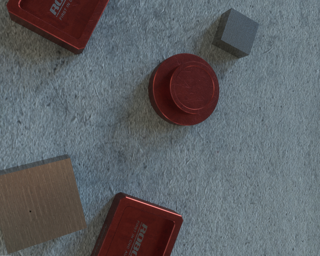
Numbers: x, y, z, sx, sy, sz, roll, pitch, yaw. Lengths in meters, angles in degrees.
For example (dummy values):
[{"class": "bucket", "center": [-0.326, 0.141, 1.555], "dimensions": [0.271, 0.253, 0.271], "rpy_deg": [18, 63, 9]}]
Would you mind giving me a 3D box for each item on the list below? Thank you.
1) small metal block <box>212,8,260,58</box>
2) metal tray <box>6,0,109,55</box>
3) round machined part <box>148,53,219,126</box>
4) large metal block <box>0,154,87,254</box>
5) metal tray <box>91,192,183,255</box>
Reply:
[{"class": "small metal block", "center": [0.110, -0.137, 0.451], "dimensions": [0.050, 0.025, 0.050], "rpy_deg": [22, 83, -19]}, {"class": "metal tray", "center": [-0.106, -0.166, 0.367], "dimensions": [0.090, 0.030, 0.130], "rpy_deg": [27, 81, -19]}, {"class": "round machined part", "center": [0.037, -0.052, 0.415], "dimensions": [0.099, 0.042, 0.097], "rpy_deg": [0, 90, -21]}, {"class": "large metal block", "center": [-0.134, 0.080, 0.347], "dimensions": [0.081, 0.050, 0.080], "rpy_deg": [-14, 95, -20]}, {"class": "metal tray", "center": [-0.035, 0.158, 0.394], "dimensions": [0.090, 0.030, 0.130], "rpy_deg": [24, 82, -19]}]
